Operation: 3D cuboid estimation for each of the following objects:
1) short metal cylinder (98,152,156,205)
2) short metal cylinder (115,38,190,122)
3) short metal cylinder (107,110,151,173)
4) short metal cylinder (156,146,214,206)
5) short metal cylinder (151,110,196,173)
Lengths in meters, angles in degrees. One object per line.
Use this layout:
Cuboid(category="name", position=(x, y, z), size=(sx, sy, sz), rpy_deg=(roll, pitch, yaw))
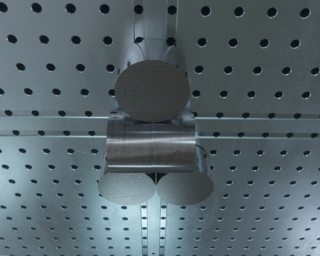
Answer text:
Cuboid(category="short metal cylinder", position=(-0.046, 0.068, 0.452), size=(0.081, 0.050, 0.079), rpy_deg=(0, 130, 0))
Cuboid(category="short metal cylinder", position=(-0.008, -0.053, 0.350), size=(0.081, 0.050, 0.079), rpy_deg=(0, 130, 0))
Cuboid(category="short metal cylinder", position=(-0.036, 0.017, 0.390), size=(0.050, 0.080, 0.079), rpy_deg=(0, 130, -1))
Cuboid(category="short metal cylinder", position=(0.035, 0.069, 0.453), size=(0.081, 0.050, 0.079), rpy_deg=(0, 130, 0))
Cuboid(category="short metal cylinder", position=(0.015, 0.017, 0.391), size=(0.050, 0.080, 0.079), rpy_deg=(0, 130, -1))
